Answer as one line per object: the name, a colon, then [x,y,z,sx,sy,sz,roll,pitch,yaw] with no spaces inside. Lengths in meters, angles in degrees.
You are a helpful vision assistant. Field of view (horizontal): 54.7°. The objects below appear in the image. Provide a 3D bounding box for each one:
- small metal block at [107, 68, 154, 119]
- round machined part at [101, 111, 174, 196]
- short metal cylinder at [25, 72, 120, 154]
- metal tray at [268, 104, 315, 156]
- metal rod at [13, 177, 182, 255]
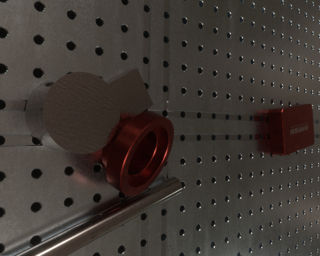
small metal block: [-0.042,-0.038,0.375,0.050,0.025,0.050,-37,113,-34]
round machined part: [-0.029,0.025,0.358,0.099,0.042,0.097,-42,146,-38]
short metal cylinder: [-0.089,-0.015,0.319,0.081,0.050,0.079,0,90,-40]
metal tray: [0.273,0.000,0.639,0.131,0.030,0.089,-10,97,-40]
metal rod: [-0.090,0.118,0.335,0.302,0.025,0.025,-19,103,-39]
